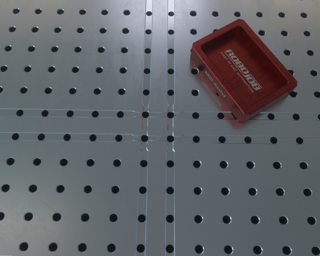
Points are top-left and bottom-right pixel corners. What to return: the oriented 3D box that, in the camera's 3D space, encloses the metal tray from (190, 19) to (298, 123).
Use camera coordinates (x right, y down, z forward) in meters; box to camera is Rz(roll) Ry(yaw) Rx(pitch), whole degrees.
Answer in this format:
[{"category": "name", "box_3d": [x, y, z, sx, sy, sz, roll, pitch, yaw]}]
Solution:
[{"category": "metal tray", "box_3d": [0.115, -0.083, 0.440, 0.090, 0.030, 0.130, -30, 73, -11]}]
